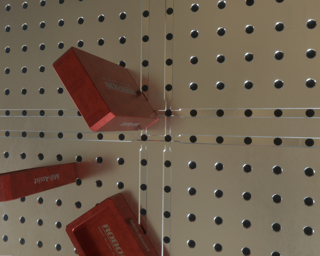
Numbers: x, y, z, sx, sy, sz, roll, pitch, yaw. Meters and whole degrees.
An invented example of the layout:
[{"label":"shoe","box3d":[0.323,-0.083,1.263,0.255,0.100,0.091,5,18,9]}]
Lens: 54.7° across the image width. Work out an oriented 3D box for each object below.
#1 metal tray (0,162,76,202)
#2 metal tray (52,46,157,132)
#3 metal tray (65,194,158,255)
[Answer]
[{"label":"metal tray","box3d":[-0.190,0.074,0.422,0.090,0.130,0.030,-9,87,19]},{"label":"metal tray","box3d":[-0.059,-0.041,0.377,0.030,0.130,0.090,-36,79,16]},{"label":"metal tray","box3d":[-0.063,0.170,0.430,0.090,0.030,0.130,-36,79,16]}]
